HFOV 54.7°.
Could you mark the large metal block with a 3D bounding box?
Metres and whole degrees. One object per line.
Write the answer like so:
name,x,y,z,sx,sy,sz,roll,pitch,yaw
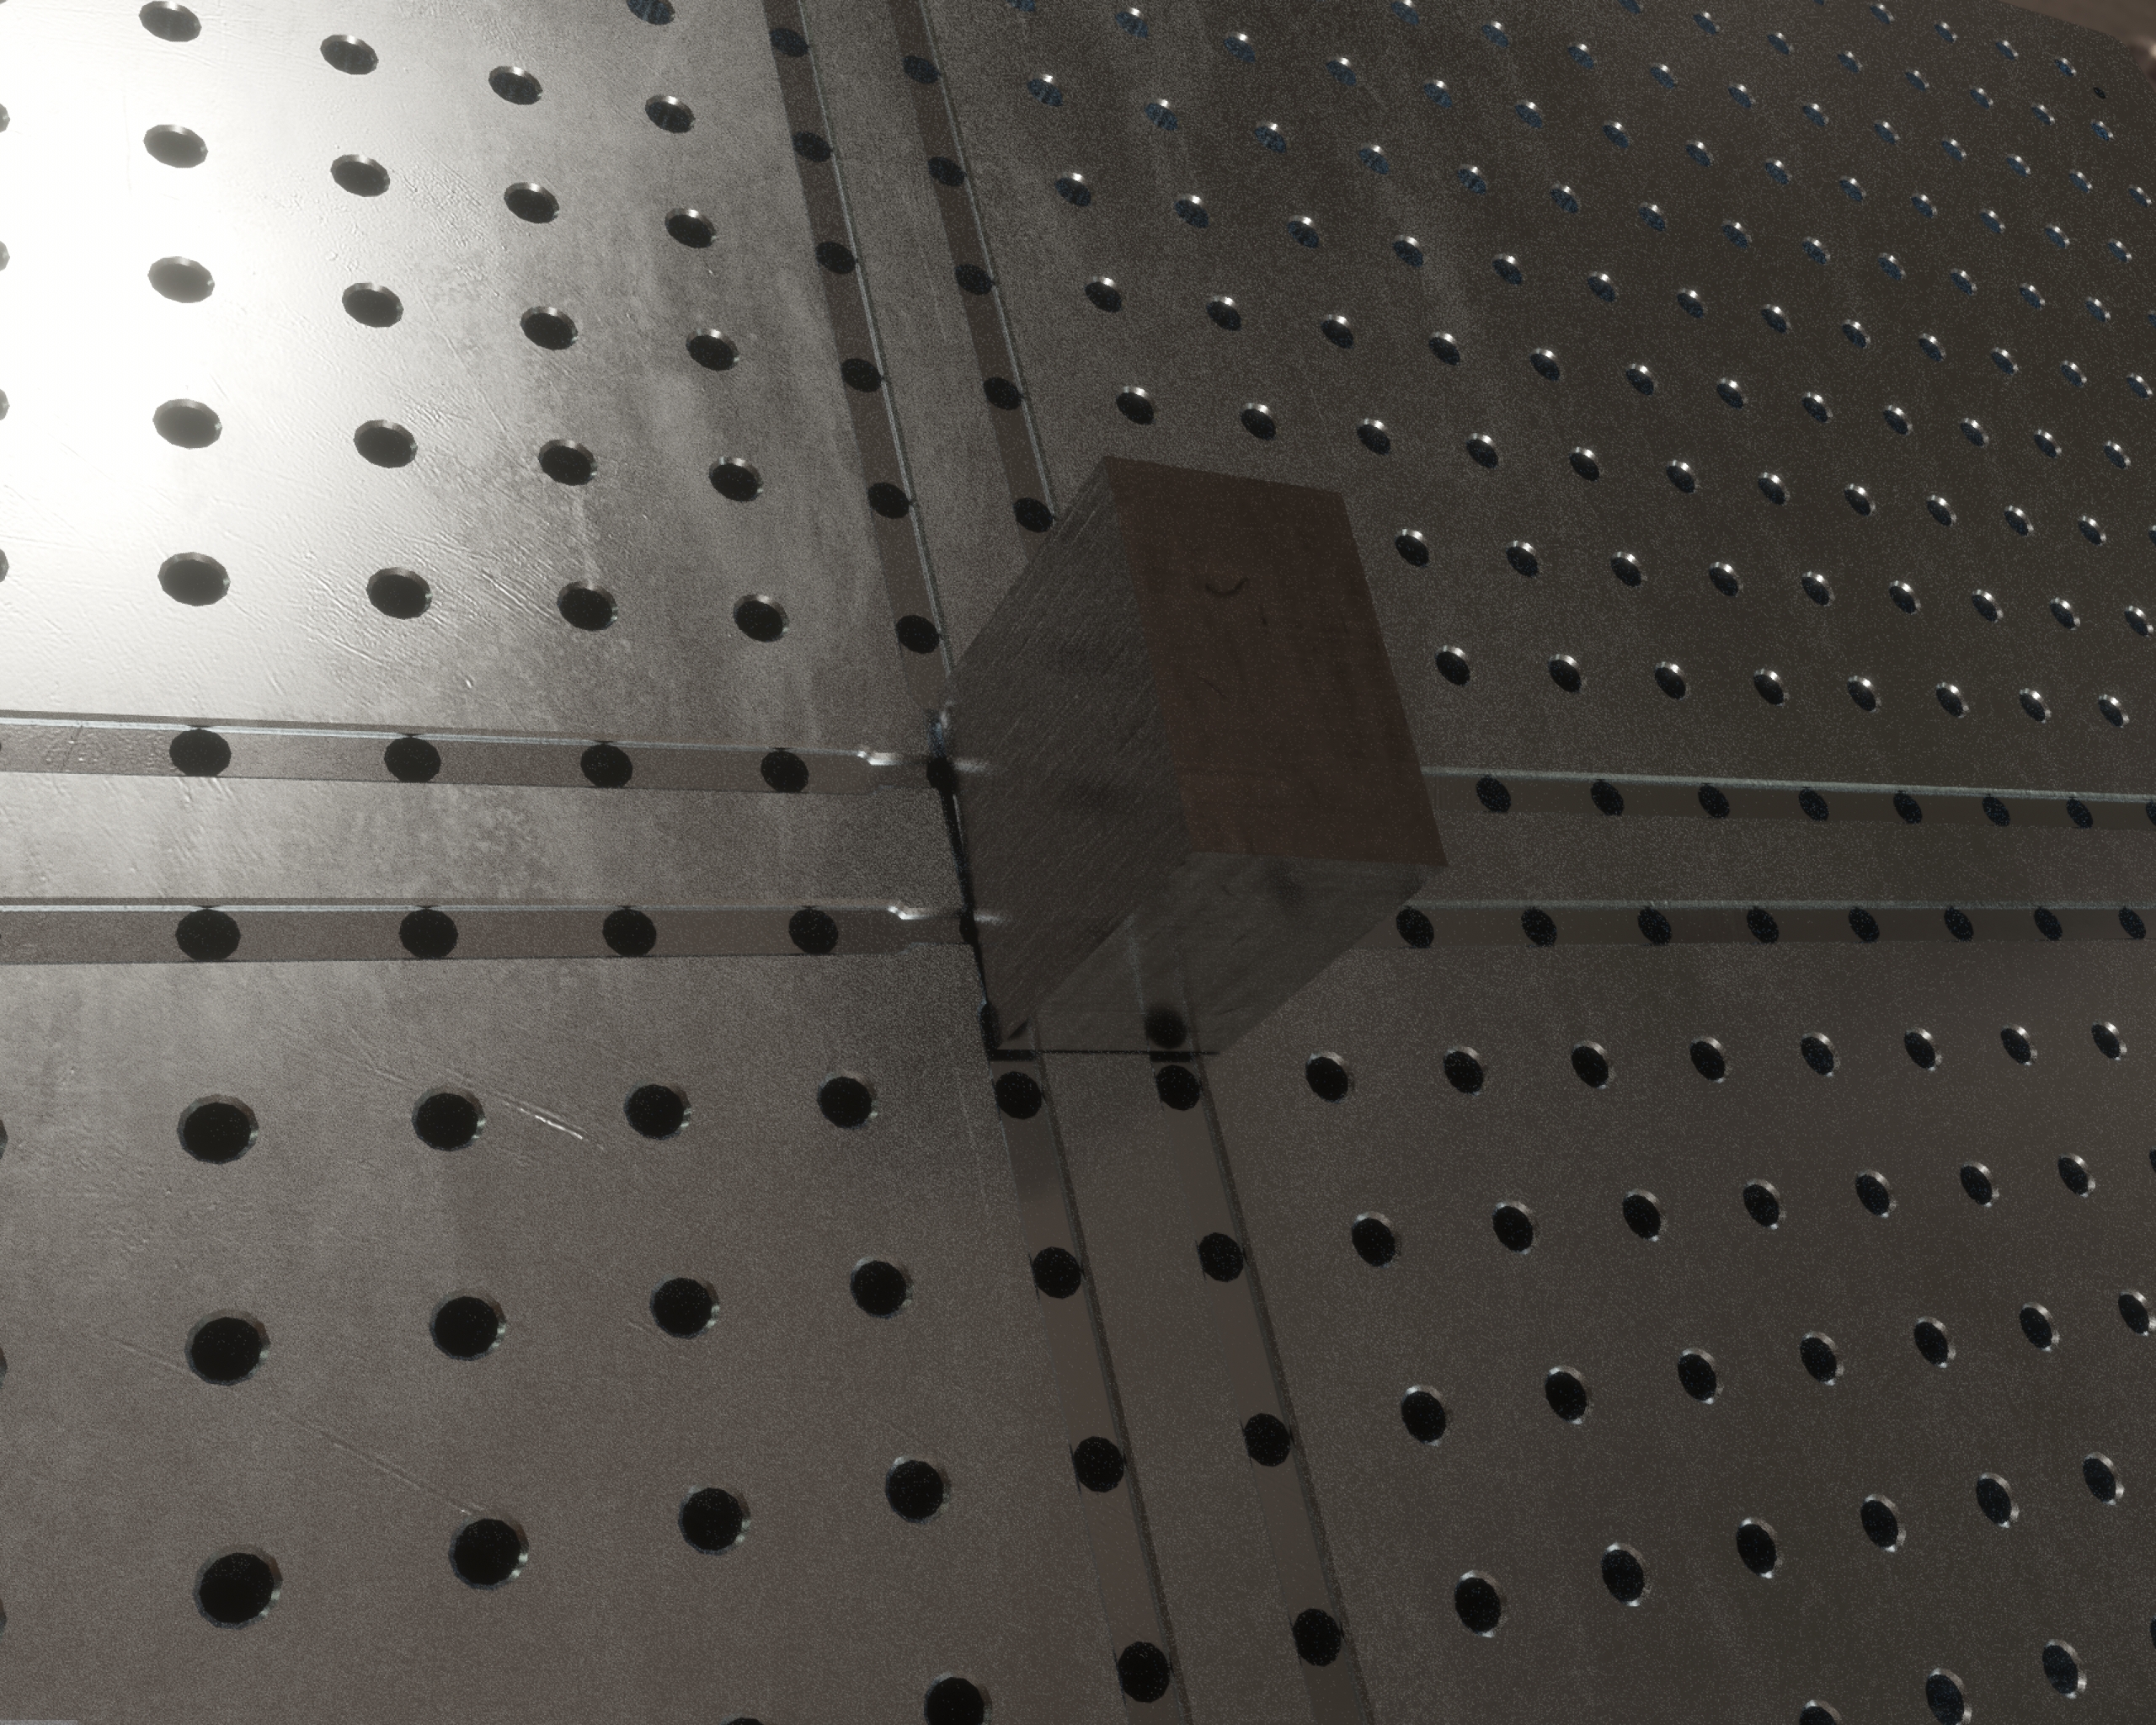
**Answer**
large metal block,0.017,-0.017,0.393,0.050,0.080,0.080,3,60,-27
